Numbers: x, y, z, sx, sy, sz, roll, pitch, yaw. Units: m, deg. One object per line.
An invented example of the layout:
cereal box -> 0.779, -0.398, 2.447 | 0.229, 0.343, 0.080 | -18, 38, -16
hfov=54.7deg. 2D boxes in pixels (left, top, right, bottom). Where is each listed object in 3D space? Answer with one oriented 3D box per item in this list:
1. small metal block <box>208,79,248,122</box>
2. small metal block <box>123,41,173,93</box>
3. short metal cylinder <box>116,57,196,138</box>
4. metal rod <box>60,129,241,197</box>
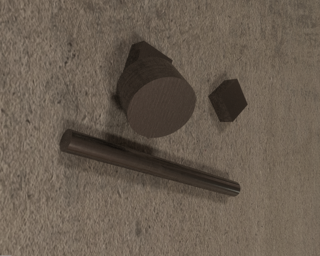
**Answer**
small metal block -> 0.111, -0.044, 0.501 | 0.050, 0.025, 0.050 | -44, 117, -31
small metal block -> -0.016, -0.074, 0.393 | 0.050, 0.025, 0.050 | 26, 74, -37
short metal cylinder -> -0.005, -0.035, 0.360 | 0.081, 0.050, 0.079 | -13, 130, -15
metal rod -> 0.012, 0.057, 0.416 | 0.302, 0.025, 0.025 | 22, 76, -38
